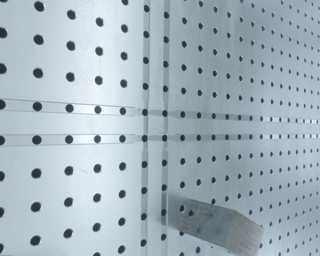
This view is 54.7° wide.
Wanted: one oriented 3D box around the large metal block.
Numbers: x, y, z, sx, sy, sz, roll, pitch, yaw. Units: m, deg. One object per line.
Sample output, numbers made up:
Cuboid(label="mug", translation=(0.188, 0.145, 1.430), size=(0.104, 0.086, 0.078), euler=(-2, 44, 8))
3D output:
Cuboid(label="large metal block", translation=(0.091, 0.149, 0.453), size=(0.080, 0.080, 0.050), euler=(37, 67, -34))
